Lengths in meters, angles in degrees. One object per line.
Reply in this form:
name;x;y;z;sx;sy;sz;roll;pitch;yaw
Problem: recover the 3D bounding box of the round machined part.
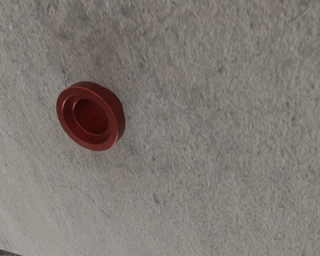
round machined part;-0.090;-0.020;0.429;0.098;0.042;0.097;13;124;20
